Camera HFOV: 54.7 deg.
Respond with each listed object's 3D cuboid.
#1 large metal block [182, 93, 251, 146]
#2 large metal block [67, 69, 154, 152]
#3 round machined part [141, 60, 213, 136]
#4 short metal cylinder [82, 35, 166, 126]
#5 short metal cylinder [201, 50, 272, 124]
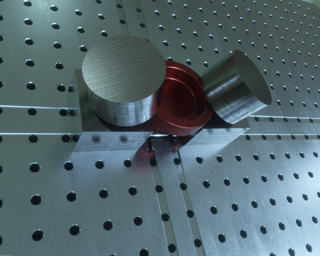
[{"bbox_3d":[0.070,-0.023,0.443,0.081,0.050,0.080,-1,62,-29],"label":"large metal block"},{"bbox_3d":[-0.062,-0.019,0.370,0.081,0.050,0.080,1,62,-28],"label":"large metal block"},{"bbox_3d":[0.014,-0.033,0.387,0.099,0.042,0.098,14,56,-21],"label":"round machined part"},{"bbox_3d":[-0.036,-0.048,0.321,0.081,0.050,0.080,2,65,-4],"label":"short metal cylinder"},{"bbox_3d":[0.097,-0.052,0.395,0.080,0.050,0.080,31,42,-33],"label":"short metal cylinder"}]
